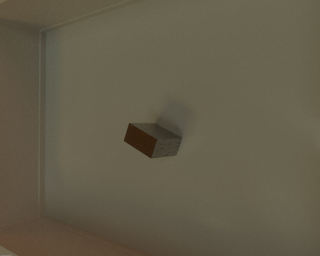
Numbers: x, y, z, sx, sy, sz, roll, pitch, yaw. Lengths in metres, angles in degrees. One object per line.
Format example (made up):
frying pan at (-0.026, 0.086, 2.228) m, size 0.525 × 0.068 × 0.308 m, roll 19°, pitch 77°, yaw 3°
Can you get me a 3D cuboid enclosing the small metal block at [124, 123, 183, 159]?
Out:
small metal block at (-0.009, 0.015, 0.396) m, size 0.050 × 0.050 × 0.025 m, roll 29°, pitch 108°, yaw 36°
